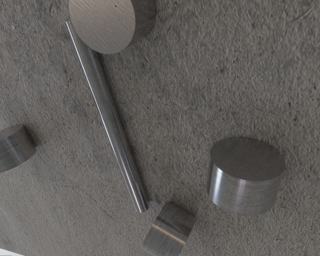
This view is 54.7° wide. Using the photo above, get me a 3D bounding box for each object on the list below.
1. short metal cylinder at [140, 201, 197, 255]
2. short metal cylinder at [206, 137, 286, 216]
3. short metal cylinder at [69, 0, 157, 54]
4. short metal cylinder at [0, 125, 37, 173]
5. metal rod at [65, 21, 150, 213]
[{"bbox_3d":[0.013,0.156,0.461,0.050,0.080,0.079,29,128,10],"label":"short metal cylinder"},{"bbox_3d":[0.095,0.053,0.354,0.080,0.080,0.050,14,124,20],"label":"short metal cylinder"},{"bbox_3d":[-0.050,-0.127,0.339,0.080,0.050,0.079,13,124,21],"label":"short metal cylinder"},{"bbox_3d":[-0.262,0.035,0.531,0.080,0.080,0.050,-7,115,31],"label":"short metal cylinder"},{"bbox_3d":[-0.067,-0.002,0.440,0.025,0.025,0.298,-2,118,29],"label":"metal rod"}]
